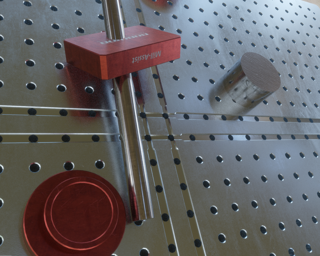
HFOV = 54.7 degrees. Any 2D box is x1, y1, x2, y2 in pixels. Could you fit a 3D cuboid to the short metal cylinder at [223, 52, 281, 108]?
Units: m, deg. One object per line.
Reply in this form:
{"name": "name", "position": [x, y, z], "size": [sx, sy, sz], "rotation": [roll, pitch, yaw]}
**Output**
{"name": "short metal cylinder", "position": [0.155, -0.081, 0.524], "size": [0.081, 0.050, 0.080], "rotation": [14, 56, -21]}

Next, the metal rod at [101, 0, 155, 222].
{"name": "metal rod", "position": [-0.044, -0.039, 0.385], "size": [0.025, 0.025, 0.299], "rotation": [0, 69, -28]}

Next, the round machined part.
{"name": "round machined part", "position": [-0.079, 0.086, 0.302], "size": [0.099, 0.042, 0.098], "rotation": [14, 56, -21]}

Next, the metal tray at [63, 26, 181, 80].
{"name": "metal tray", "position": [-0.047, -0.105, 0.413], "size": [0.131, 0.030, 0.090], "rotation": [-25, 39, -37]}
